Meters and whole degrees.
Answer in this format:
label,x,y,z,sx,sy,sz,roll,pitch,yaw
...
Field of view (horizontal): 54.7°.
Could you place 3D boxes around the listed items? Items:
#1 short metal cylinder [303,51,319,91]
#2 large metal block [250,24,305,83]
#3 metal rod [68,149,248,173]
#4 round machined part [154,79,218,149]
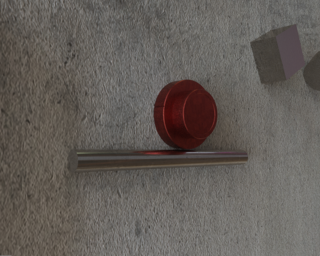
label,x,y,z,sx,sy,sz,roll,pitch,yaw
short metal cylinder,0.366,-0.127,0.680,0.050,0.080,0.080,-43,116,-32
large metal block,0.221,-0.138,0.577,0.081,0.050,0.080,-34,112,-35
metal rod,0.023,0.042,0.426,0.302,0.025,0.025,4,88,-40
round machined part,0.042,-0.019,0.431,0.099,0.042,0.097,0,90,-40
